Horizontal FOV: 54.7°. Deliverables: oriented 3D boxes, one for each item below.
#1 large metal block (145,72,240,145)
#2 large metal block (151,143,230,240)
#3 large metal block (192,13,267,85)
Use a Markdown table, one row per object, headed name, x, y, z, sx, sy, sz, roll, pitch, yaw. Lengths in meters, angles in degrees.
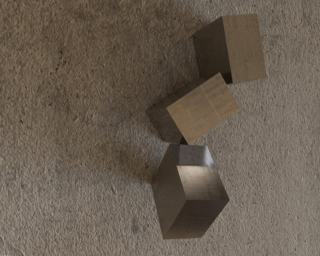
| name | x | y | z | sx | sy | sz | roll | pitch | yaw |
| --- | --- | --- | --- | --- | --- | --- | --- | --- | --- |
| large metal block | 0.038 | -0.023 | 0.393 | 0.080 | 0.080 | 0.050 | -35 | 102 | -17 |
| large metal block | 0.031 | 0.076 | 0.374 | 0.050 | 0.080 | 0.079 | 5 | 131 | -20 |
| large metal block | 0.090 | -0.098 | 0.412 | 0.050 | 0.080 | 0.080 | -12 | 94 | -20 |
